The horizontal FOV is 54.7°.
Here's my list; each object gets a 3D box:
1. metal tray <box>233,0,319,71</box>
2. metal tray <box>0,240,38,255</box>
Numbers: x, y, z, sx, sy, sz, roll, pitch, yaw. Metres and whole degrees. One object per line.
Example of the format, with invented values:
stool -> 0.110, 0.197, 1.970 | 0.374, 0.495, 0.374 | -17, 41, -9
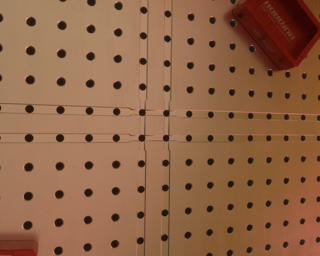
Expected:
metal tray -> 0.186, -0.165, 0.480 | 0.130, 0.030, 0.090 | 44, 76, -15
metal tray -> -0.207, 0.172, 0.334 | 0.131, 0.030, 0.089 | 7, 88, -20
